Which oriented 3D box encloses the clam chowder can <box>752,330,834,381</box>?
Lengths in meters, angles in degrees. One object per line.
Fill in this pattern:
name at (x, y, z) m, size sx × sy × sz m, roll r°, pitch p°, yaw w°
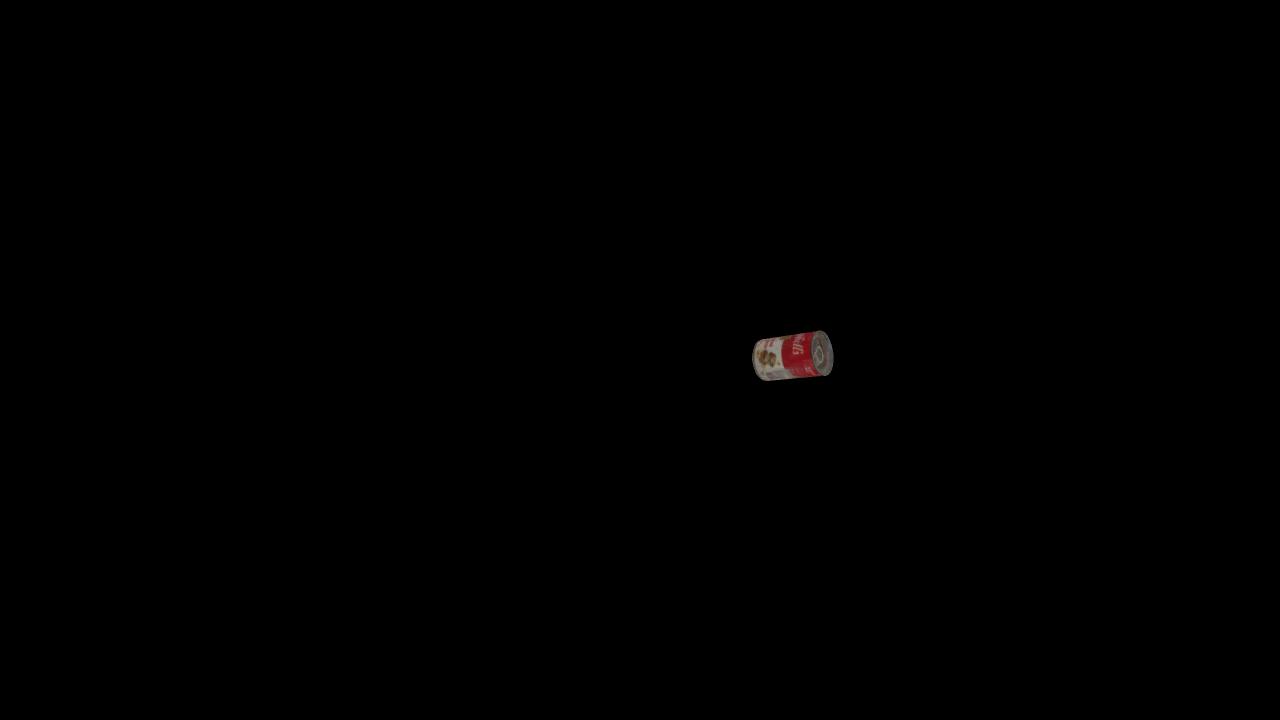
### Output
clam chowder can at (0.230, -0.005, 0.931) m, size 0.102 × 0.068 × 0.068 m, roll -9°, pitch -6°, yaw 42°
